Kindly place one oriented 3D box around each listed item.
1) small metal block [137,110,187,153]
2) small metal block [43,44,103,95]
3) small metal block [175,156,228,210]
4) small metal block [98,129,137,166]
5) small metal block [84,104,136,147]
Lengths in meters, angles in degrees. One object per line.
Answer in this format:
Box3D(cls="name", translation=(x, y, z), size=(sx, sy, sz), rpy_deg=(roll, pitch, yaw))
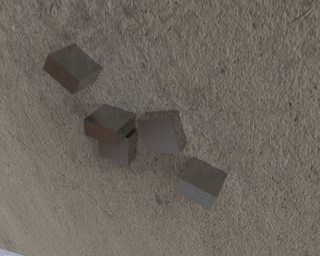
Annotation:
Box3D(cls="small metal block", translation=(0.003, 0.005, 0.408), size=(0.050, 0.025, 0.050), rpy_deg=(-2, 118, 29))
Box3D(cls="small metal block", translation=(-0.112, -0.077, 0.402), size=(0.050, 0.050, 0.025), rpy_deg=(41, 129, 0))
Box3D(cls="small metal block", translation=(0.055, 0.071, 0.406), size=(0.050, 0.050, 0.025), rpy_deg=(26, 128, 12))
Box3D(cls="small metal block", translation=(-0.062, 0.022, 0.453), size=(0.050, 0.025, 0.050), rpy_deg=(17, 125, 18))
Box3D(cls="small metal block", translation=(-0.067, -0.005, 0.423), size=(0.050, 0.050, 0.025), rpy_deg=(19, 126, 17))
